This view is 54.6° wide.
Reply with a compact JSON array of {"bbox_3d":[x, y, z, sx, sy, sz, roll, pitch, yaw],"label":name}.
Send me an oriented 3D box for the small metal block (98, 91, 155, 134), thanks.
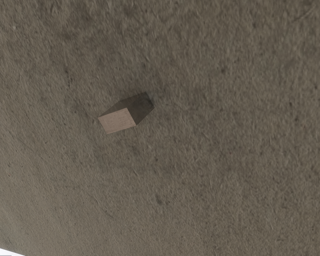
[{"bbox_3d":[-0.043,-0.020,0.402,0.050,0.050,0.025,-15,110,34],"label":"small metal block"}]
